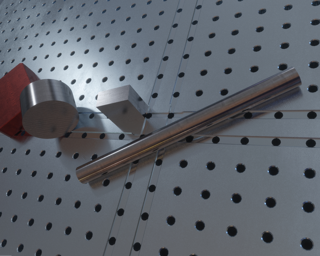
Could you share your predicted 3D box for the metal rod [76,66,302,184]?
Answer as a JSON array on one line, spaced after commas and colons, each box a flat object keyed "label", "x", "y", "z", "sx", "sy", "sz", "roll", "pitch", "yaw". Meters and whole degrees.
[{"label": "metal rod", "x": 0.026, "y": 0.002, "z": 0.392, "sx": 0.301, "sy": 0.025, "sz": 0.025, "roll": -25, "pitch": 53, "yaw": 12}]

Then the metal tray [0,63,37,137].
[{"label": "metal tray", "x": -0.268, "y": -0.055, "z": 0.576, "sx": 0.090, "sy": 0.030, "sz": 0.130, "roll": -39, "pitch": 51, "yaw": 1}]

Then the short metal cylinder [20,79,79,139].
[{"label": "short metal cylinder", "x": -0.171, "y": -0.029, "z": 0.478, "sx": 0.080, "sy": 0.080, "sz": 0.050, "roll": -32, "pitch": 52, "yaw": 7}]

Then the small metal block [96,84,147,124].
[{"label": "small metal block", "x": -0.054, "y": -0.032, "z": 0.438, "sx": 0.050, "sy": 0.050, "sz": 0.025, "roll": -11, "pitch": 58, "yaw": 22}]
